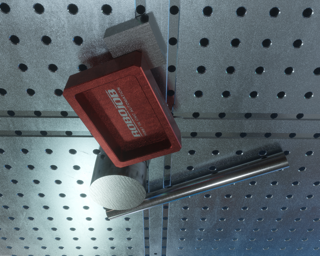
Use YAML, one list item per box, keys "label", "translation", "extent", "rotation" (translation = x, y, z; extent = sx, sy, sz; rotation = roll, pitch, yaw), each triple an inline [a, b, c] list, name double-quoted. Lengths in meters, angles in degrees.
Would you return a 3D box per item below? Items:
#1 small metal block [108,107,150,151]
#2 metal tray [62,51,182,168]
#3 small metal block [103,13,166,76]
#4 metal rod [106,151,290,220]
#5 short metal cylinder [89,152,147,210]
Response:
- label: "small metal block"
  translation: [-0.045, -0.001, 0.411]
  extent: [0.050, 0.025, 0.050]
  rotation: [19, 128, -16]
- label: "metal tray"
  translation: [-0.038, -0.015, 0.362]
  extent: [0.090, 0.030, 0.130]
  rotation: [-17, 128, 14]
- label: "small metal block"
  translation: [-0.026, -0.089, 0.336]
  extent: [0.050, 0.025, 0.050]
  rotation: [-16, 129, 13]
- label: "metal rod"
  translation: [0.049, 0.095, 0.492]
  extent: [0.300, 0.025, 0.025]
  rotation: [-20, 127, 16]
- label: "short metal cylinder"
  translation: [-0.060, 0.077, 0.460]
  extent: [0.081, 0.050, 0.079]
  rotation: [0, 130, 0]
